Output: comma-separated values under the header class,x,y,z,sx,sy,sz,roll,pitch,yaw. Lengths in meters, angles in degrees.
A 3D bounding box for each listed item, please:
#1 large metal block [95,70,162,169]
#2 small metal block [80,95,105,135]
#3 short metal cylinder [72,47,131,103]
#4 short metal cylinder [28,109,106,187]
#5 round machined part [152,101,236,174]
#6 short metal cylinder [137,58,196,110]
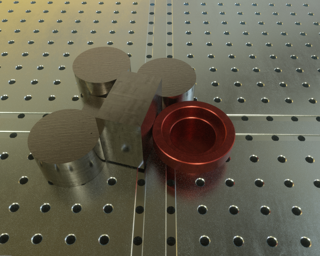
class,x,y,z,sx,sy,sz,roll,pitch,yaw
large metal block,-0.033,-0.010,0.376,0.050,0.080,0.080,12,51,10
small metal block,-0.079,-0.014,0.418,0.050,0.025,0.050,12,51,9
short metal cylinder,-0.082,-0.074,0.453,0.080,0.050,0.080,0,50,0
short metal cylinder,-0.108,0.023,0.371,0.080,0.050,0.080,0,50,0
round machined part,0.040,0.015,0.384,0.099,0.042,0.098,0,50,0
short metal cylinder,0.009,-0.054,0.436,0.080,0.050,0.080,0,50,0
